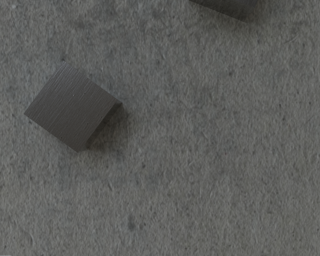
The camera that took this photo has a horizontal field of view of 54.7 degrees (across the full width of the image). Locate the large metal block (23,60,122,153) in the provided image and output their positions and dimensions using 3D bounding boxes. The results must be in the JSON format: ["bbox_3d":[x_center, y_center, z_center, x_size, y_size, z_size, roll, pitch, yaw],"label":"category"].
[{"bbox_3d":[-0.107,-0.026,0.396,0.080,0.050,0.080,36,90,-1],"label":"large metal block"}]

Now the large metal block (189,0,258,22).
[{"bbox_3d":[0.092,-0.197,0.399,0.080,0.050,0.080,22,90,-1],"label":"large metal block"}]
